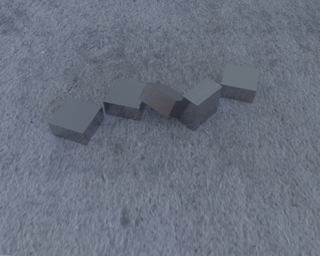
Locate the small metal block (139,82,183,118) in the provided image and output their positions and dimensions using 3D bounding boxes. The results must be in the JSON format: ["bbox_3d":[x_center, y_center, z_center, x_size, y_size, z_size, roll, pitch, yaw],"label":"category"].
[{"bbox_3d":[0.009,-0.038,0.418,0.050,0.025,0.050,35,20,24],"label":"small metal block"}]

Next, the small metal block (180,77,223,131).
[{"bbox_3d":[0.054,-0.031,0.414,0.025,0.050,0.050,38,59,26],"label":"small metal block"}]

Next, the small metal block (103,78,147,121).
[{"bbox_3d":[-0.045,-0.041,0.437,0.050,0.025,0.050,12,51,9],"label":"small metal block"}]

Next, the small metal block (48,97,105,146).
[{"bbox_3d":[-0.109,-0.010,0.410,0.050,0.025,0.050,16,52,13],"label":"small metal block"}]

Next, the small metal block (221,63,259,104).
[{"bbox_3d":[0.118,-0.067,0.461,0.050,0.025,0.050,13,51,10],"label":"small metal block"}]
